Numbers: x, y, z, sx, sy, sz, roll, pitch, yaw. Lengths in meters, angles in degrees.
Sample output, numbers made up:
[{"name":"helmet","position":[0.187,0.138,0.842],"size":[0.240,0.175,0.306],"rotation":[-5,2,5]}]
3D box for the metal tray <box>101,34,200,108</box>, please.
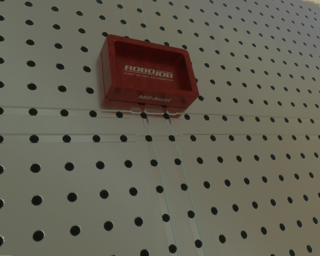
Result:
[{"name":"metal tray","position":[-0.014,-0.080,0.445],"size":[0.131,0.030,0.090],"rotation":[4,60,-26]}]
